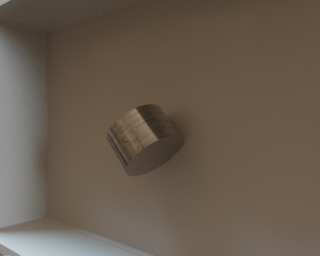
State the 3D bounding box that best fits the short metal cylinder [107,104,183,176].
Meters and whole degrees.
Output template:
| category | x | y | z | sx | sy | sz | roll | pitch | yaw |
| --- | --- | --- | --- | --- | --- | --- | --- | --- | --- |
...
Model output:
| category | x | y | z | sx | sy | sz | roll | pitch | yaw |
| --- | --- | --- | --- | --- | --- | --- | --- | --- | --- |
| short metal cylinder | -0.018 | 0.016 | 0.387 | 0.080 | 0.081 | 0.050 | -49 | 61 | 29 |
